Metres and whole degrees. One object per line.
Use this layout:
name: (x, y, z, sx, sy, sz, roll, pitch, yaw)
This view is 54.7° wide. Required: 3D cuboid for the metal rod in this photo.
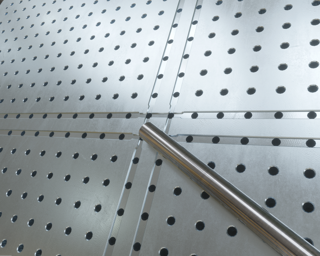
metal rod: (0.076, 0.074, 0.322, 0.025, 0.025, 0.300, -48, 52, -6)
